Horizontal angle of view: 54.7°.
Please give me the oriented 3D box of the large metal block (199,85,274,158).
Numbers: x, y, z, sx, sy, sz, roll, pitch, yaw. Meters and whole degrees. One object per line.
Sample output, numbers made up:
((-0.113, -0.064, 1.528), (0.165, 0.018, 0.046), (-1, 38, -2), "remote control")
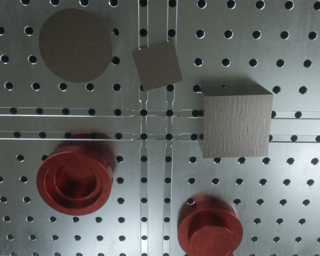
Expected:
((0.093, -0.009, 0.397), (0.080, 0.050, 0.079), (-2, 110, 0), "large metal block")

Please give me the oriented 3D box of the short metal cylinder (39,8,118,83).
((-0.092, -0.098, 0.363), (0.081, 0.050, 0.079), (0, 110, 0), "short metal cylinder")

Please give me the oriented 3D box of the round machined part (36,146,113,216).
((-0.114, 0.068, 0.428), (0.099, 0.042, 0.097), (0, 110, 0), "round machined part")

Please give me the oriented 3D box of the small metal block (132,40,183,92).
((-0.002, -0.078, 0.384), (0.050, 0.025, 0.050), (-15, 110, 5), "small metal block")

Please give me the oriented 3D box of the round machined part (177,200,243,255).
((0.076, 0.162, 0.464), (0.099, 0.042, 0.097), (0, 110, 0), "round machined part")
